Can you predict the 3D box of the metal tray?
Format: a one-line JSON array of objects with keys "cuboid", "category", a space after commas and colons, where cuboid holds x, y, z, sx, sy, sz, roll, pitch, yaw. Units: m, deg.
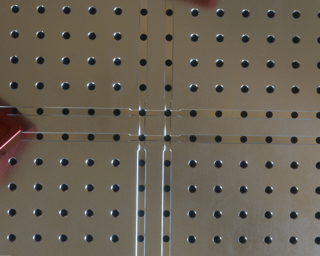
[{"cuboid": [-0.250, 0.022, 0.378, 0.090, 0.030, 0.130, 39, 61, -1], "category": "metal tray"}]
